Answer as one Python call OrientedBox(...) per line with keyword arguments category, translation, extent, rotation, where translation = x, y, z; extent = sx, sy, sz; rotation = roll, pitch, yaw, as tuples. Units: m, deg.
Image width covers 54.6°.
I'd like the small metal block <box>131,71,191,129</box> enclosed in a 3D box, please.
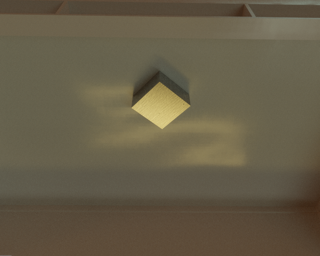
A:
OrientedBox(category="small metal block", translation=(0.001, -0.033, 0.380), extent=(0.050, 0.025, 0.050), rotation=(35, 122, -26))
